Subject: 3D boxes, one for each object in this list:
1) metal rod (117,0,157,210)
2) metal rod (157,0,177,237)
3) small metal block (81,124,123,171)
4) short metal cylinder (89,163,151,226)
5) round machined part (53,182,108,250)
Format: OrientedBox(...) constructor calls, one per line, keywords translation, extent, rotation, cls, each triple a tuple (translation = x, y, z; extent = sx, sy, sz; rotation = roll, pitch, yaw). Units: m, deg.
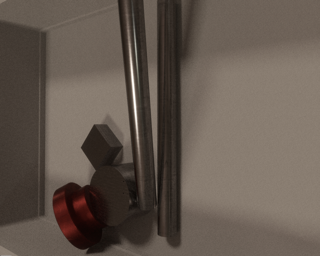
OrientedBox(translation=(-0.024, -0.040, 0.337), extent=(0.025, 0.025, 0.298), rotation=(16, 119, 38), cls="metal rod")
OrientedBox(translation=(0.009, -0.013, 0.397), extent=(0.025, 0.025, 0.298), rotation=(0, 90, 39), cls="metal rod")
OrientedBox(translation=(-0.091, 0.029, 0.479), extent=(0.050, 0.025, 0.050), rotation=(49, 119, 28), cls="small metal block")
OrientedBox(translation=(-0.053, 0.090, 0.432), extent=(0.080, 0.050, 0.079), rotation=(0, 90, 39), cls="short metal cylinder")
OrientedBox(translation=(-0.111, 0.124, 0.458), extent=(0.042, 0.098, 0.098), rotation=(-29, 69, 3), cls="round machined part")
